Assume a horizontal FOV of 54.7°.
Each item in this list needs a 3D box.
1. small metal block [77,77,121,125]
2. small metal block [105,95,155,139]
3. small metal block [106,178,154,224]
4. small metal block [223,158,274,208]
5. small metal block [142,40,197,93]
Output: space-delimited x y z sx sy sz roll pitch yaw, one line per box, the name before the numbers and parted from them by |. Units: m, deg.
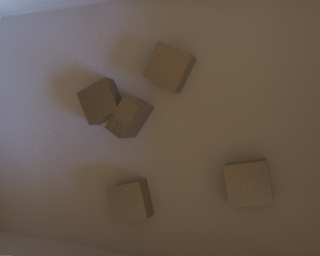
small metal block | -0.083 -0.037 0.440 0.050 0.025 0.050 -26 82 18
small metal block | -0.039 -0.014 0.411 0.025 0.050 0.050 36 102 16
small metal block | -0.041 0.100 0.425 0.050 0.025 0.050 -14 85 19
small metal block | 0.107 0.066 0.373 0.050 0.025 0.050 -10 87 19
small metal block | 0.012 -0.080 0.406 0.050 0.025 0.050 28 99 17
